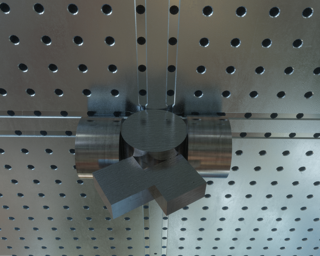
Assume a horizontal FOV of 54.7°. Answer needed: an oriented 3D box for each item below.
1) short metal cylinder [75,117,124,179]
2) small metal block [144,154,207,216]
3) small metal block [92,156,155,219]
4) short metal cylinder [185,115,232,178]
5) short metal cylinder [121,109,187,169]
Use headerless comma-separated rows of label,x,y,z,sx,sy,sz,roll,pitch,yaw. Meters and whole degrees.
short metal cylinder,-0.073,0.025,0.395,0.050,0.080,0.079,1,130,-1
small metal block,0.016,0.062,0.347,0.050,0.050,0.025,-20,135,-24
small metal block,-0.040,0.064,0.343,0.050,0.050,0.025,-21,135,-24
short metal cylinder,0.058,0.024,0.395,0.050,0.080,0.079,1,130,0
short metal cylinder,-0.007,0.020,0.392,0.081,0.080,0.050,1,130,-1
